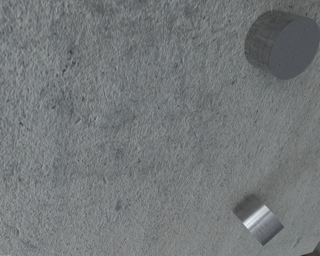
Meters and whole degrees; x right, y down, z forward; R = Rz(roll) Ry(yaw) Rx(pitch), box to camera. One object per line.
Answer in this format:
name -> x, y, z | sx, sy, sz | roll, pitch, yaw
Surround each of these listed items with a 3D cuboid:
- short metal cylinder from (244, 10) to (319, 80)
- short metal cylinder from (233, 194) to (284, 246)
short metal cylinder -> 0.161, -0.110, 0.410 | 0.081, 0.050, 0.079 | -14, 124, -21
short metal cylinder -> 0.181, 0.169, 0.575 | 0.050, 0.080, 0.080 | -41, 129, 0
